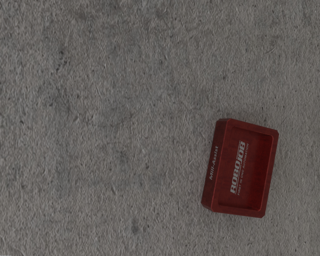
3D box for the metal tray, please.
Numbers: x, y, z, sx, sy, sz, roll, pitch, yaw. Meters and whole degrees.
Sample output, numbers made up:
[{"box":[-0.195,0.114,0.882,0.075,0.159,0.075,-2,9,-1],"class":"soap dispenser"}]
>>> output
[{"box":[0.117,0.058,0.448,0.091,0.030,0.129,13,86,-20],"class":"metal tray"}]
